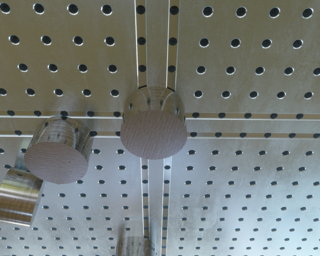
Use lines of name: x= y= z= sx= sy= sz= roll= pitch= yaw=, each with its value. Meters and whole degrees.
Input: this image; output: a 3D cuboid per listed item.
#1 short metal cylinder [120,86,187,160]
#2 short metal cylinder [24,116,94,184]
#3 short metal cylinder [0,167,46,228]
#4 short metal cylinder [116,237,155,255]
short metal cylinder: x=-0.007 y=-0.006 z=0.390 sx=0.081 sy=0.050 sz=0.079 roll=0 pitch=130 yaw=0
short metal cylinder: x=-0.134 y=0.031 z=0.420 sx=0.081 sy=0.050 sz=0.079 roll=0 pitch=130 yaw=0
short metal cylinder: x=-0.207 y=0.103 z=0.461 sx=0.050 sy=0.080 sz=0.079 roll=16 pitch=128 yaw=-13
short metal cylinder: x=-0.049 y=0.260 z=0.616 sx=0.081 sy=0.050 sz=0.079 roll=0 pitch=130 yaw=0
